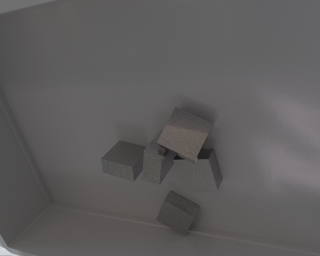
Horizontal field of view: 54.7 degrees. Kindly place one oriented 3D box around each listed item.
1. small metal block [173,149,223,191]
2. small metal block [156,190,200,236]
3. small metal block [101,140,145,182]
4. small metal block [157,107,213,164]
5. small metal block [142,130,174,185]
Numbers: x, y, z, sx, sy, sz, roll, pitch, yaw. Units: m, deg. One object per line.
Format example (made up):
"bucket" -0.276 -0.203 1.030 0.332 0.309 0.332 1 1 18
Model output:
"small metal block" 0.051 0.056 0.416 0.050 0.025 0.050 -5 116 30
"small metal block" 0.027 0.131 0.475 0.050 0.025 0.050 27 128 11
"small metal block" -0.048 0.046 0.447 0.050 0.050 0.025 12 123 22
"small metal block" 0.031 0.009 0.379 0.050 0.050 0.025 25 169 12
"small metal block" 0.000 0.039 0.417 0.025 0.050 0.050 17 125 18
